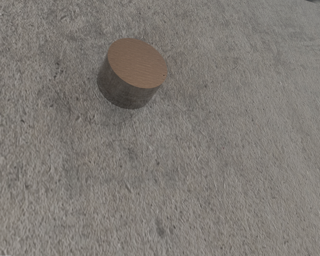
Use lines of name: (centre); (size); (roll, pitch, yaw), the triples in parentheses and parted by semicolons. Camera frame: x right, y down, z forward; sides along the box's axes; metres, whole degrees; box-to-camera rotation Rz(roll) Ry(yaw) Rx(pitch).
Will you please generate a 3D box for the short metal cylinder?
short metal cylinder: (-0.037, -0.072, 0.411); (0.081, 0.050, 0.080); (14, 56, -21)
